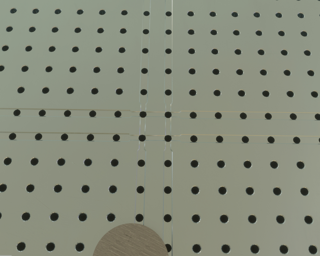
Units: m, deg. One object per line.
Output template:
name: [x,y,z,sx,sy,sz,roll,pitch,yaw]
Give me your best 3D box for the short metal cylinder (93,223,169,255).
short metal cylinder: [-0.031,0.149,0.344,0.081,0.050,0.080,0,70,0]
